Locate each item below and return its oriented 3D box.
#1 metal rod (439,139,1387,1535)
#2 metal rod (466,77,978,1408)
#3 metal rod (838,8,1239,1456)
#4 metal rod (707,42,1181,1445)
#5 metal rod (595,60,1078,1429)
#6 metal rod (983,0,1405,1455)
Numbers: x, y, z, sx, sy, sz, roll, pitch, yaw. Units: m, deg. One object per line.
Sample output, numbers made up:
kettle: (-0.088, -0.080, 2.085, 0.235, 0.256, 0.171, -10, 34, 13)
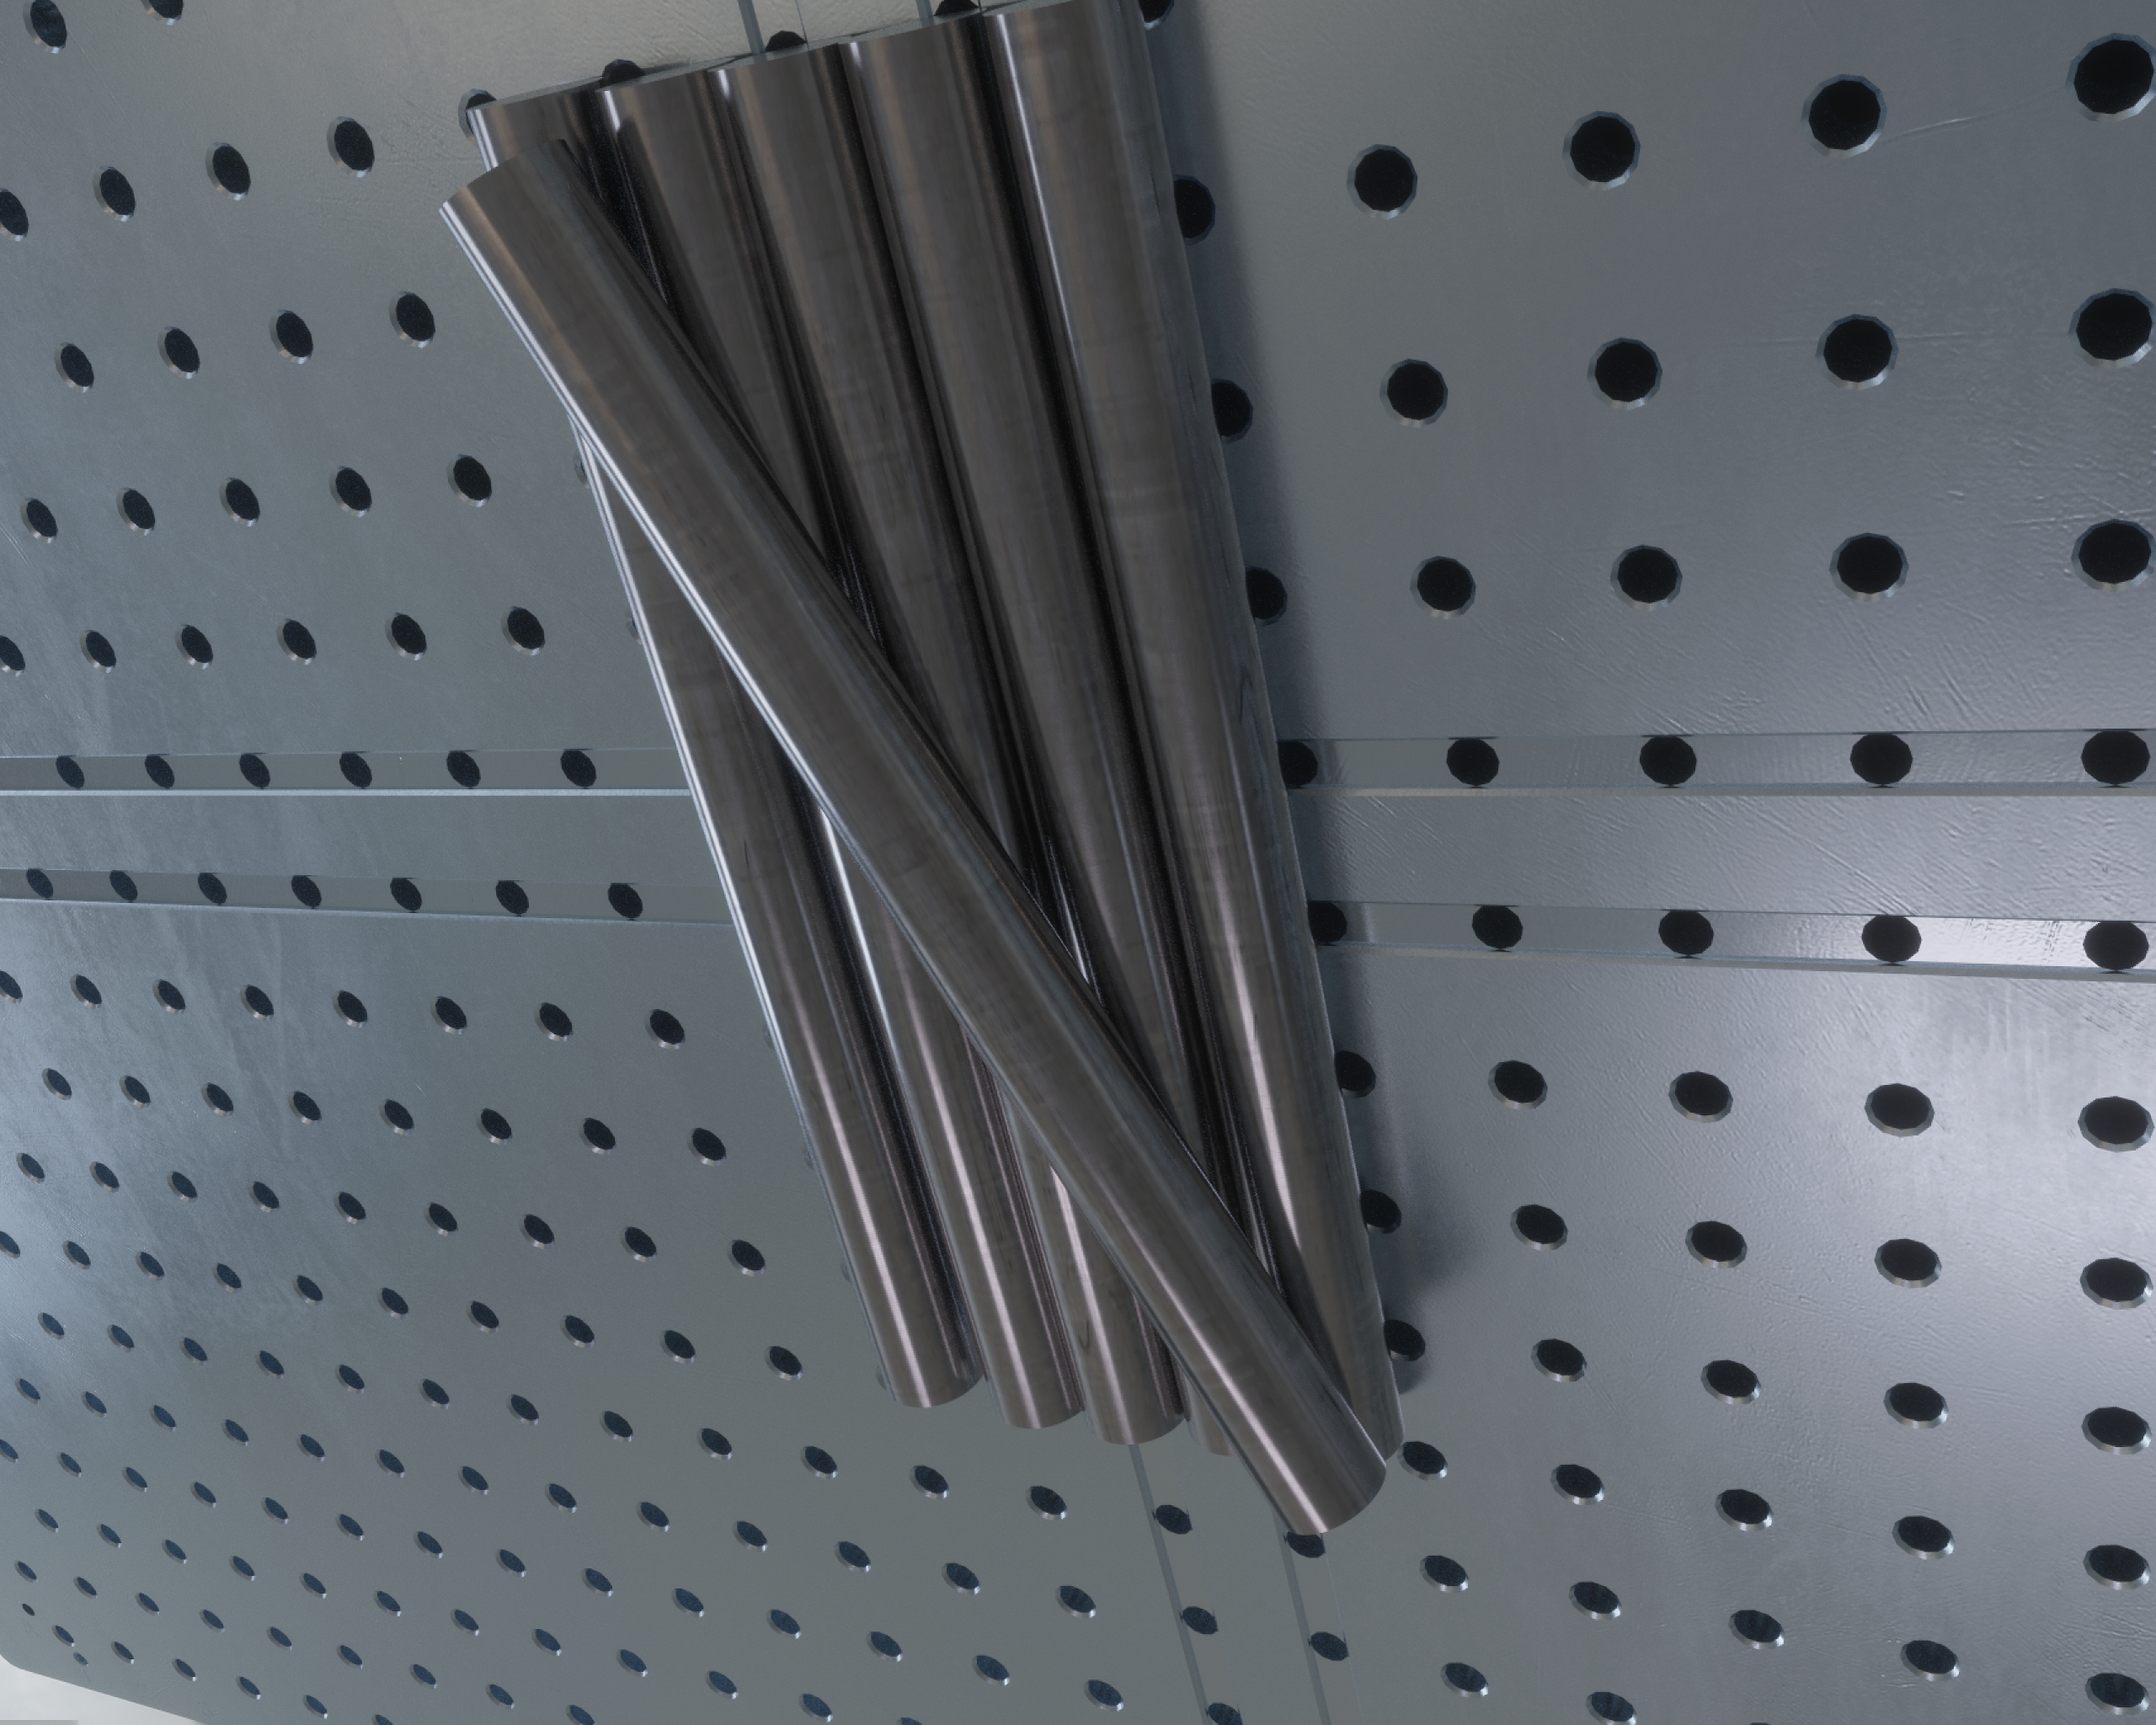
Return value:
metal rod: (-0.023, 0.006, 0.395, 0.025, 0.025, 0.299, -21, 107, 36)
metal rod: (-0.066, -0.008, 0.441, 0.025, 0.025, 0.298, 1, 119, 28)
metal rod: (0.005, -0.006, 0.406, 0.025, 0.025, 0.298, 1, 119, 28)
metal rod: (-0.018, -0.006, 0.417, 0.025, 0.025, 0.298, 1, 119, 28)
metal rod: (-0.040, -0.006, 0.428, 0.025, 0.025, 0.298, 1, 119, 28)
metal rod: (0.028, -0.006, 0.394, 0.025, 0.025, 0.298, 1, 119, 28)
